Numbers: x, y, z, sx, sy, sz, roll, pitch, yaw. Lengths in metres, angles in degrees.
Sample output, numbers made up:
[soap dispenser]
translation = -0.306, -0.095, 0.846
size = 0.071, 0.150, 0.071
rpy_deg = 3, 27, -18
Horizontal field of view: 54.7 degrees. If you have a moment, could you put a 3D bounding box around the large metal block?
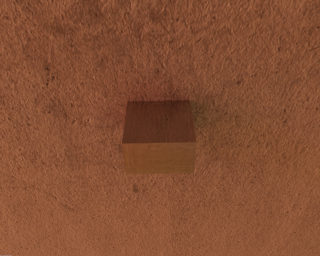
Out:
[large metal block]
translation = -0.001, 0.009, 0.381
size = 0.081, 0.080, 0.050
rpy_deg = -1, 130, 0
